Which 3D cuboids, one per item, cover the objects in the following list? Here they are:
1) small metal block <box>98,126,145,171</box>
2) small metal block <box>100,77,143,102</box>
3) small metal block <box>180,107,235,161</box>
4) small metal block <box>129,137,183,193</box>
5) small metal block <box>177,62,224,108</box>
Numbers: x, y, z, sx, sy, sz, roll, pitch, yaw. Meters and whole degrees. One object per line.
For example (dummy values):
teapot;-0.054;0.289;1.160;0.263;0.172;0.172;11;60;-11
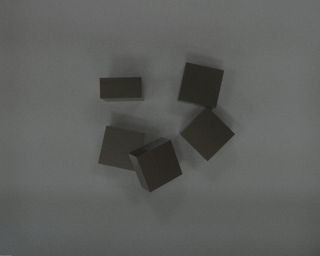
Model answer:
small metal block;-0.050;0.026;0.411;0.050;0.025;0.050;12;90;-1
small metal block;-0.047;-0.049;0.398;0.050;0.050;0.025;-1;90;-1
small metal block;0.062;0.008;0.412;0.050;0.025;0.050;-45;91;0
small metal block;-0.005;0.046;0.397;0.050;0.025;0.050;-26;107;-23
small metal block;0.053;-0.056;0.412;0.050;0.025;0.050;12;90;-1
